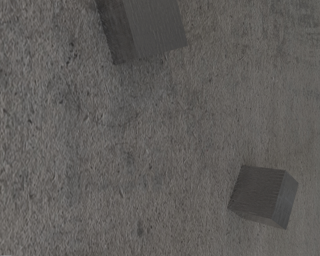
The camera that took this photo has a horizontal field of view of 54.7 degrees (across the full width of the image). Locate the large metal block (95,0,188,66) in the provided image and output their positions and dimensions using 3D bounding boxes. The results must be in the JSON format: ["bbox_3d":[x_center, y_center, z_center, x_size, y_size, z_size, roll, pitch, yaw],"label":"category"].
[{"bbox_3d":[-0.020,-0.126,0.371,0.081,0.050,0.080,-25,106,-37],"label":"large metal block"}]

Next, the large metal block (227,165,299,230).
[{"bbox_3d":[0.170,0.112,0.511,0.050,0.080,0.080,38,67,-34],"label":"large metal block"}]
